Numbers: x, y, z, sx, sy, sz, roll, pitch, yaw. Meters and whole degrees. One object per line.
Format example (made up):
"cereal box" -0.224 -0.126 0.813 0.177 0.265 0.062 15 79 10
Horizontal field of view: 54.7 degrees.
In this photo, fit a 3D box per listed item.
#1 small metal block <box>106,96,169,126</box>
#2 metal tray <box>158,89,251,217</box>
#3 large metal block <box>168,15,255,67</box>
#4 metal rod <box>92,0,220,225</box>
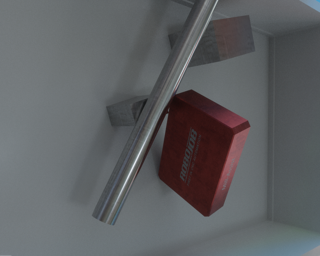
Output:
"small metal block" -0.027 -0.022 0.369 0.050 0.050 0.025 -23 105 -38
"metal tray" 0.046 0.031 0.370 0.030 0.090 0.129 -22 134 -38
"large metal block" 0.072 -0.119 0.434 0.081 0.080 0.050 -23 105 -38
"metal rod" 0.005 -0.041 0.340 0.025 0.025 0.299 33 77 -36
